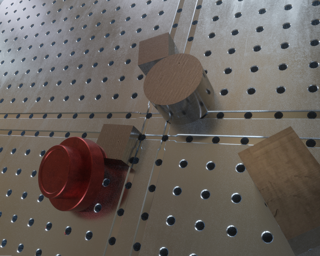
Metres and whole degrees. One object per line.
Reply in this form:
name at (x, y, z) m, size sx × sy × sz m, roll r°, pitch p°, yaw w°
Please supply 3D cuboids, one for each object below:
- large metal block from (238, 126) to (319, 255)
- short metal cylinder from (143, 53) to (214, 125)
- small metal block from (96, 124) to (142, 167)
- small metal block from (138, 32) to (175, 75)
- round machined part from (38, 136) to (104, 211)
large metal block at (0.118, 0.058, 0.275) m, size 0.050 × 0.080 × 0.080 m, roll -29°, pitch 52°, yaw 9°
short metal cylinder at (0.026, -0.051, 0.409) m, size 0.080 × 0.050 × 0.080 m, roll -13°, pitch 56°, yaw 20°
small metal block at (-0.059, 0.023, 0.423) m, size 0.050 × 0.025 × 0.050 m, roll 4°, pitch 63°, yaw 29°
small metal block at (-0.005, -0.115, 0.480) m, size 0.050 × 0.025 × 0.050 m, roll -12°, pitch 57°, yaw 21°
round machined part at (-0.122, 0.059, 0.405) m, size 0.098 × 0.042 × 0.098 m, roll -12°, pitch 69°, yaw 36°
